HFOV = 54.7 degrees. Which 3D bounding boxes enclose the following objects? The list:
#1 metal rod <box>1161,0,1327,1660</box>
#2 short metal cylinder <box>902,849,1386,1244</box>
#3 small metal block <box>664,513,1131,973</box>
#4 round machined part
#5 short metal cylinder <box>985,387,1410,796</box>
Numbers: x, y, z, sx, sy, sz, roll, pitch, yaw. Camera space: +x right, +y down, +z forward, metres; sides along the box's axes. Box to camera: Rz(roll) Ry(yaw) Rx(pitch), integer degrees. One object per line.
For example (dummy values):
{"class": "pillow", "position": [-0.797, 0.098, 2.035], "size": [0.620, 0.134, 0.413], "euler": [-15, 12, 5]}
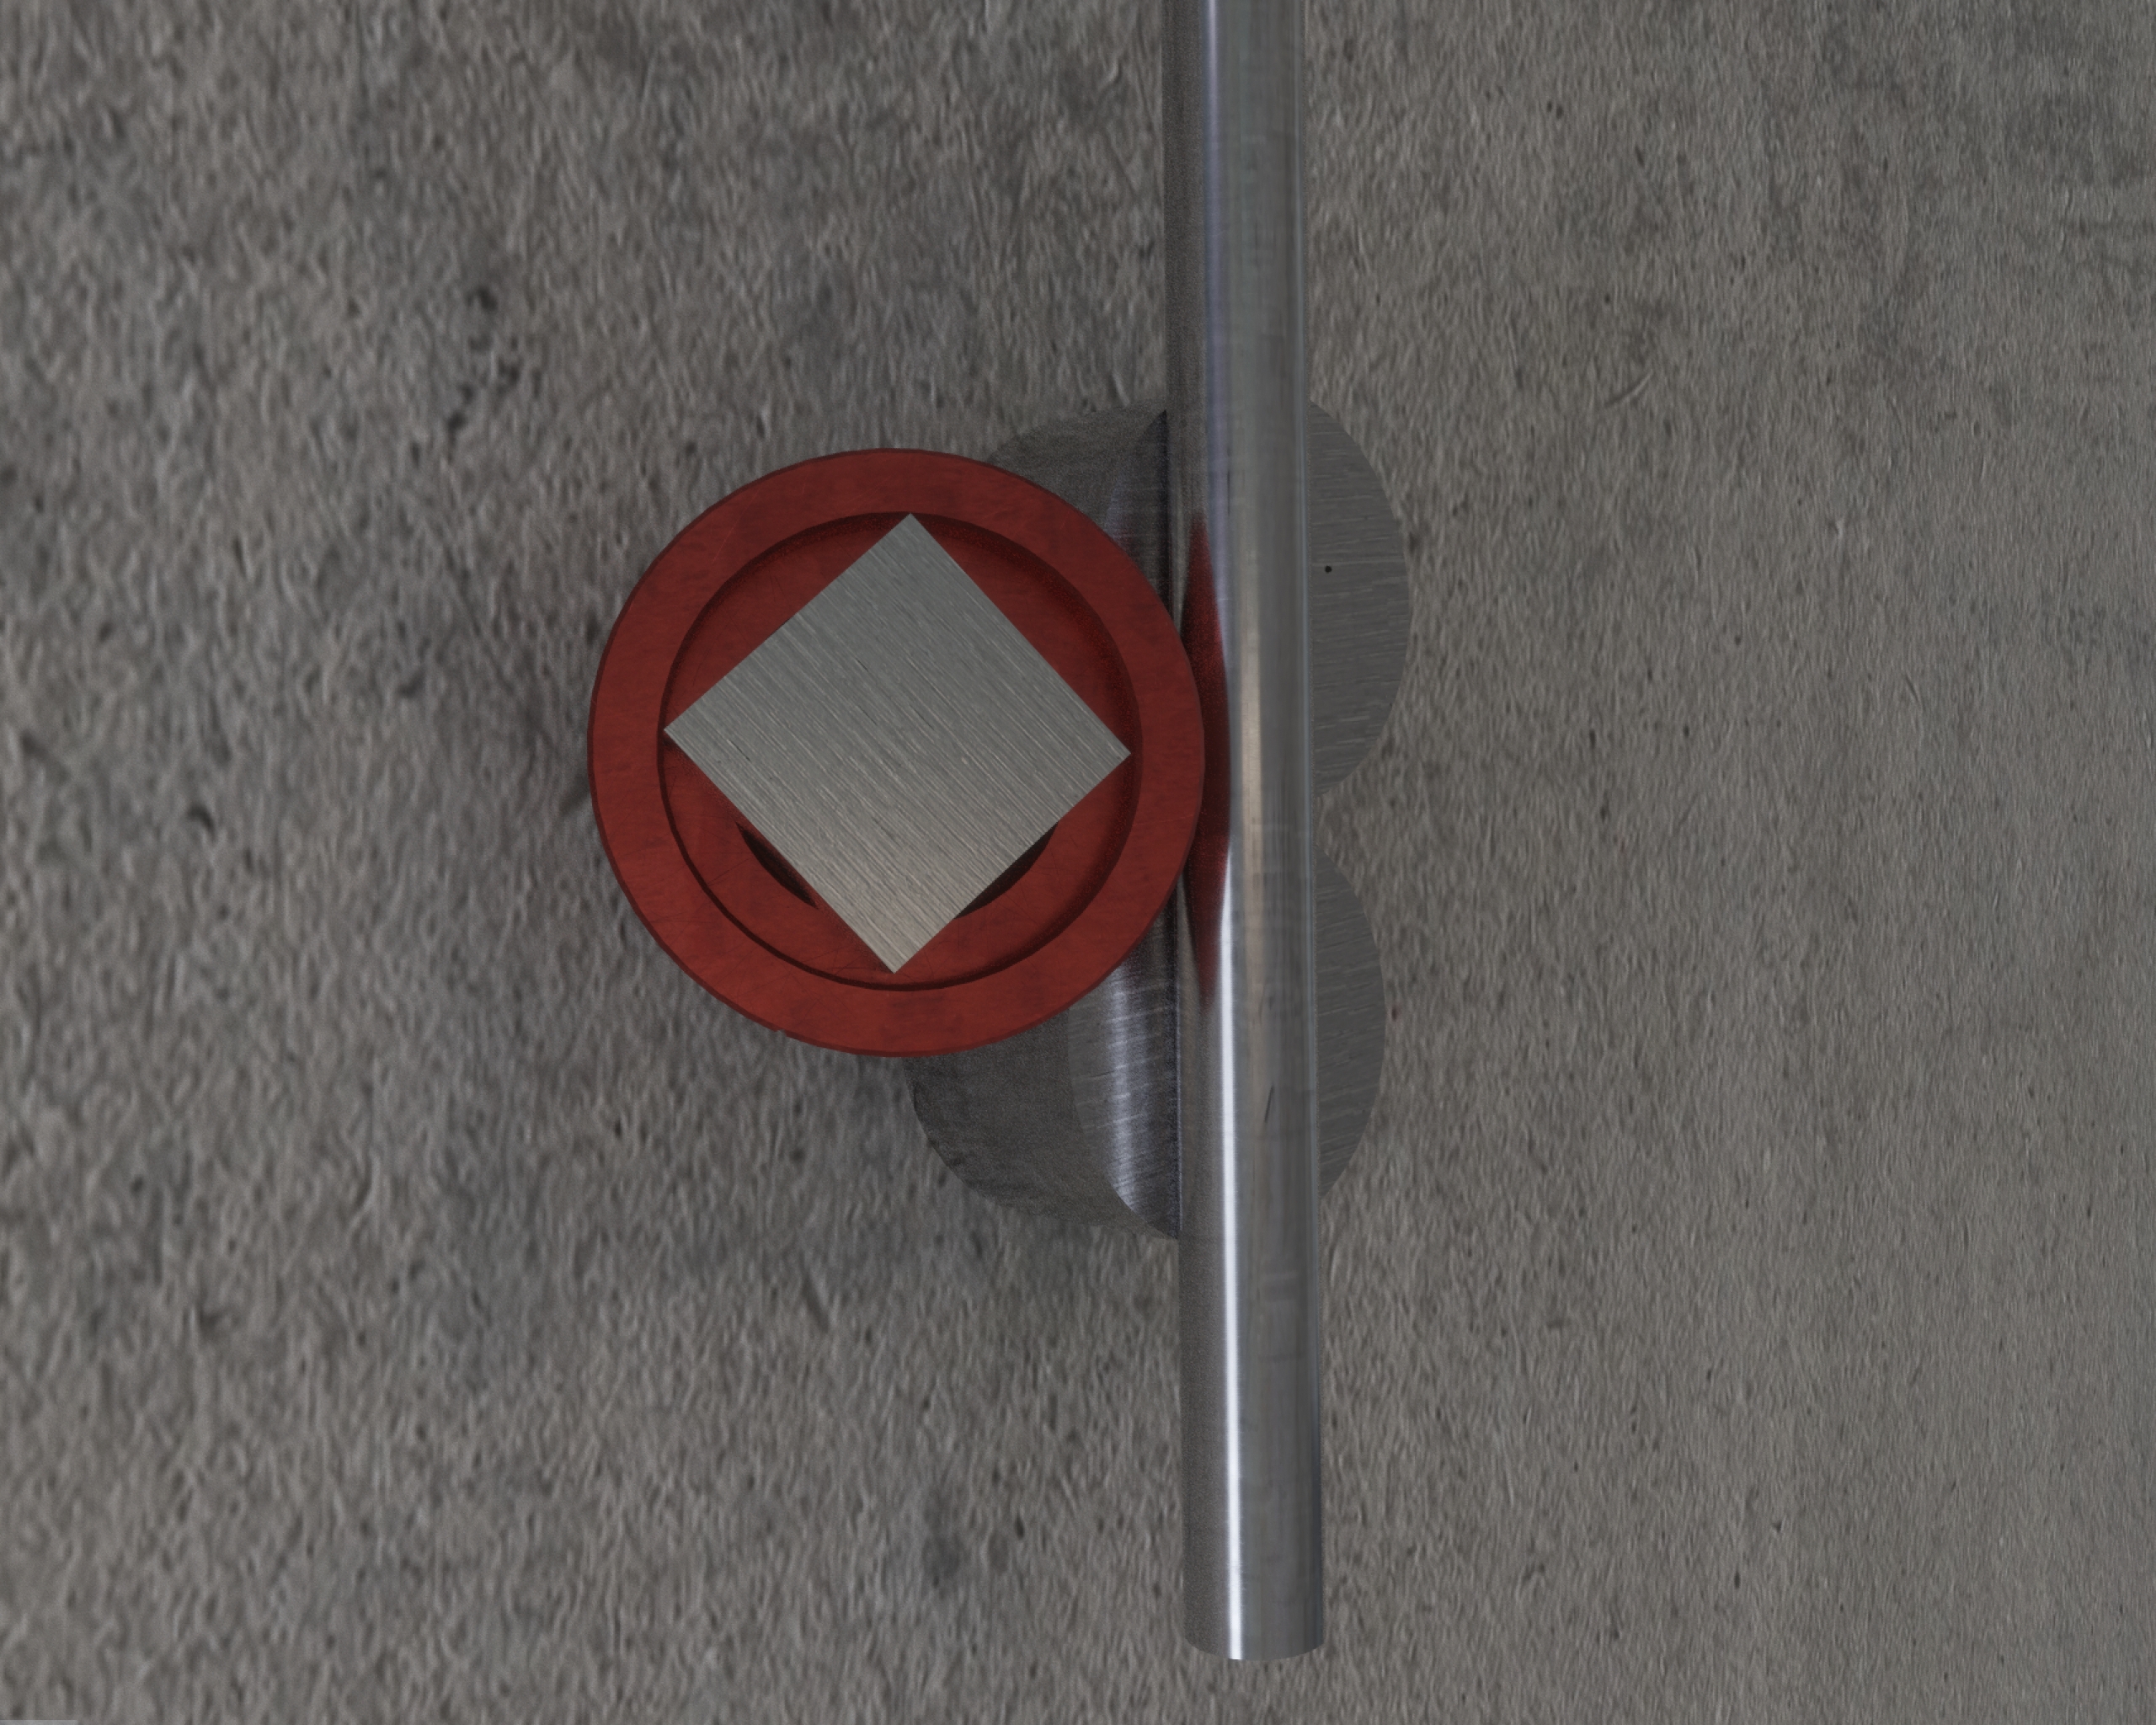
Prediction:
{"class": "metal rod", "position": [0.029, -0.014, 0.366], "size": [0.025, 0.025, 0.298], "euler": [-1, 91, -40]}
{"class": "short metal cylinder", "position": [0.013, 0.031, 0.400], "size": [0.081, 0.050, 0.080], "euler": [1, 89, -40]}
{"class": "small metal block", "position": [-0.029, -0.018, 0.329], "size": [0.050, 0.025, 0.050], "euler": [-44, 96, -10]}
{"class": "round machined part", "position": [-0.031, -0.017, 0.352], "size": [0.099, 0.042, 0.097], "euler": [0, 88, -11]}
{"class": "short metal cylinder", "position": [0.019, -0.050, 0.406], "size": [0.081, 0.050, 0.079], "euler": [0, 90, -40]}
